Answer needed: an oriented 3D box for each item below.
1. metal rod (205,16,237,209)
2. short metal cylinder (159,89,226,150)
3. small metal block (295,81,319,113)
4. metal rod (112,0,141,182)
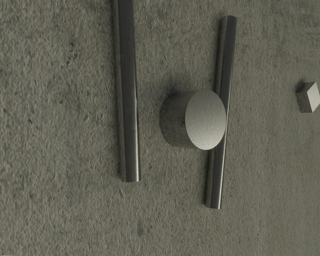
[{"bbox_3d":[0.096,-0.027,0.484,0.025,0.025,0.298,10,84,-40],"label":"metal rod"},{"bbox_3d":[0.046,-0.011,0.427,0.081,0.050,0.079,0,90,-40],"label":"short metal cylinder"},{"bbox_3d":[0.325,-0.067,0.677,0.050,0.025,0.050,-39,114,-33],"label":"small metal block"},{"bbox_3d":[-0.041,-0.086,0.369,0.025,0.025,0.298,-4,93,-40],"label":"metal rod"}]
